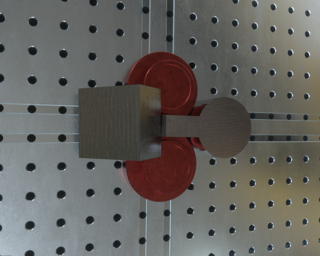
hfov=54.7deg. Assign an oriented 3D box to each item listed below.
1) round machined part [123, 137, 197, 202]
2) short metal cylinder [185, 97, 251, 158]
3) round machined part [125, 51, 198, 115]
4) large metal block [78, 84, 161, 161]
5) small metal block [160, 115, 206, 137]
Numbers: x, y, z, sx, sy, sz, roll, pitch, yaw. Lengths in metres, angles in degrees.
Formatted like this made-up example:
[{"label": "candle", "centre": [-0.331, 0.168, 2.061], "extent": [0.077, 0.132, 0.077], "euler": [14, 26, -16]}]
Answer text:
[{"label": "round machined part", "centre": [0.004, 0.048, 0.405], "extent": [0.099, 0.042, 0.097], "euler": [0, 90, -20]}, {"label": "short metal cylinder", "centre": [0.077, -0.001, 0.426], "extent": [0.081, 0.050, 0.080], "euler": [0, 90, -20]}, {"label": "round machined part", "centre": [0.006, -0.052, 0.406], "extent": [0.099, 0.042, 0.097], "euler": [0, 90, -20]}, {"label": "large metal block", "centre": [-0.046, -0.006, 0.360], "extent": [0.050, 0.080, 0.080], "euler": [-1, 91, -65]}, {"label": "small metal block", "centre": [0.022, -0.002, 0.384], "extent": [0.050, 0.050, 0.025], "euler": [1, 90, -20]}]
